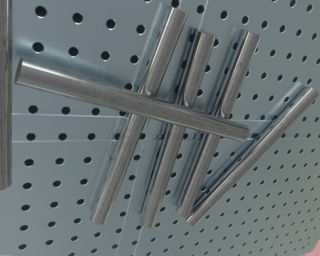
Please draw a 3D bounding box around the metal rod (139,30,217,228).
[{"bbox_3d":[0.017,0.018,0.430,0.025,0.025,0.298,2,118,-29],"label":"metal rod"}]

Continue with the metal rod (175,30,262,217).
[{"bbox_3d":[0.078,0.008,0.458,0.025,0.025,0.298,3,117,-30],"label":"metal rod"}]

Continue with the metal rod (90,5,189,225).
[{"bbox_3d":[-0.034,-0.001,0.391,0.025,0.025,0.298,9,114,-32],"label":"metal rod"}]

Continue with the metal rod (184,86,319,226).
[{"bbox_3d":[0.151,0.050,0.523,0.300,0.025,0.025,-48,129,5],"label":"metal rod"}]

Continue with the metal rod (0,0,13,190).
[{"bbox_3d":[-0.150,-0.068,0.286,0.025,0.025,0.298,-1,119,-28],"label":"metal rod"}]

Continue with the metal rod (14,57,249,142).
[{"bbox_3d":[-0.004,-0.022,0.360,0.302,0.025,0.025,13,111,-34],"label":"metal rod"}]
